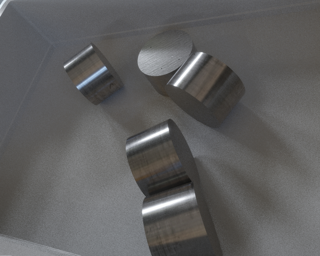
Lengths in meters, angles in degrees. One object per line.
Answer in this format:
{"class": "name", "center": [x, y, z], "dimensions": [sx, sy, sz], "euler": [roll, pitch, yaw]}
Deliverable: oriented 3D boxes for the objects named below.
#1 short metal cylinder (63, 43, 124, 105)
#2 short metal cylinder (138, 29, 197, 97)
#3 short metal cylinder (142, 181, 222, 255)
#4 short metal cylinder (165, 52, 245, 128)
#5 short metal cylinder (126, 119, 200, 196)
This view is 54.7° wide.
{"class": "short metal cylinder", "center": [-0.099, -0.081, 0.471], "dimensions": [0.050, 0.080, 0.080], "euler": [-35, 52, 5]}
{"class": "short metal cylinder", "center": [0.016, -0.091, 0.436], "dimensions": [0.080, 0.050, 0.080], "euler": [-13, 56, 20]}
{"class": "short metal cylinder", "center": [0.022, 0.097, 0.296], "dimensions": [0.050, 0.080, 0.080], "euler": [-20, 54, 9]}
{"class": "short metal cylinder", "center": [0.053, -0.044, 0.369], "dimensions": [0.080, 0.080, 0.050], "euler": [32, 80, 37]}
{"class": "short metal cylinder", "center": [0.004, 0.036, 0.345], "dimensions": [0.050, 0.080, 0.080], "euler": [-25, 53, 13]}
